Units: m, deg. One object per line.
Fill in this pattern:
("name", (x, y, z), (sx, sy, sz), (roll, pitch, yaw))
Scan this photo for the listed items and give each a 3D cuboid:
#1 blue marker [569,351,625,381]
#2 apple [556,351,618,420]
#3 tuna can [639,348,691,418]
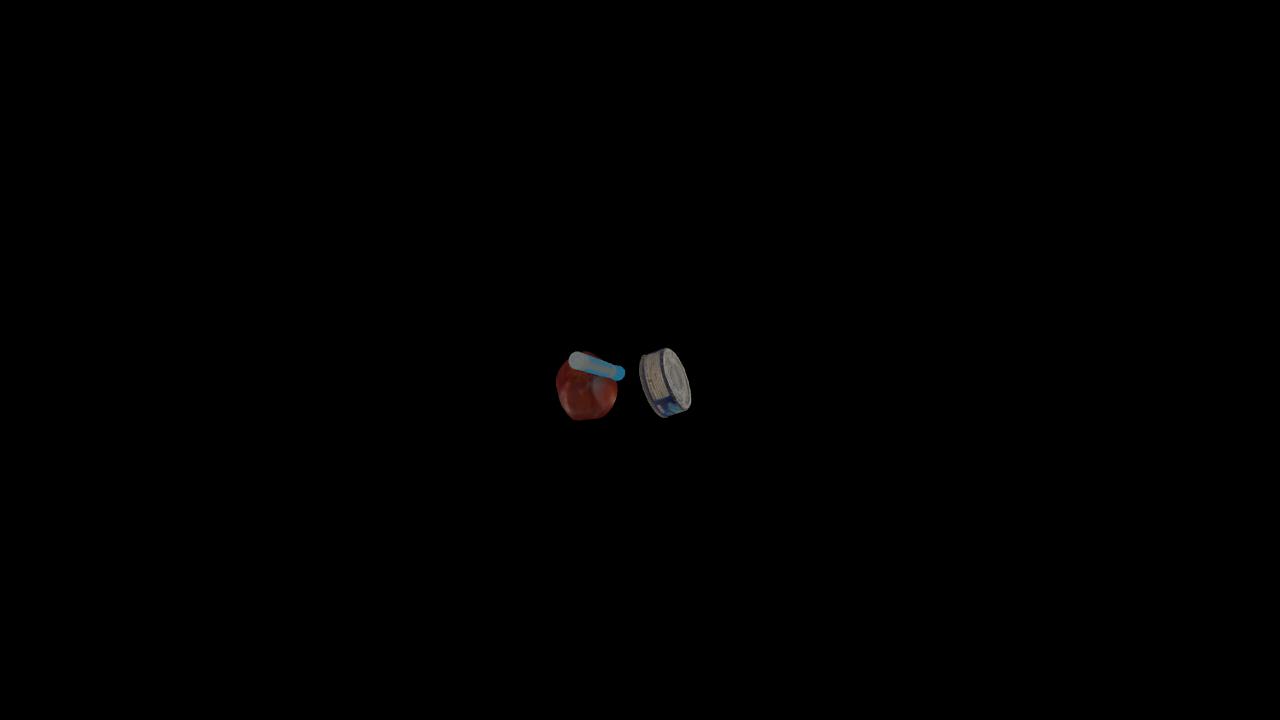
("blue marker", (-0.046, 0.009, 0.698), (0.020, 0.020, 0.121), (0, -8, 21))
("apple", (-0.066, 0.032, 0.760), (0.079, 0.079, 0.093), (0, -37, 5))
("tuna can", (0.033, 0.028, 0.769), (0.034, 0.084, 0.084), (-20, -7, 20))
